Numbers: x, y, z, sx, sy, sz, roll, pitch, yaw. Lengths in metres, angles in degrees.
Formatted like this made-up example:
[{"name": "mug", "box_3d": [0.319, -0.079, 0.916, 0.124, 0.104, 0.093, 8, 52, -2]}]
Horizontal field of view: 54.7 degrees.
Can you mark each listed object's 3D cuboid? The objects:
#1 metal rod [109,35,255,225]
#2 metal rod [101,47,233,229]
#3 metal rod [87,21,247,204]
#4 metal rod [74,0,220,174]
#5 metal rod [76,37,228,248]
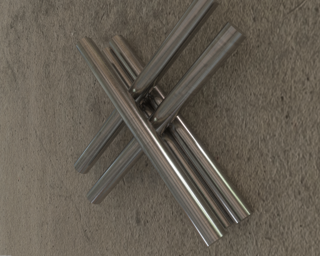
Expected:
[{"name": "metal rod", "box_3d": [0.014, -0.015, 0.393, 0.025, 0.025, 0.299, -49, 61, 28]}, {"name": "metal rod", "box_3d": [-0.002, -0.001, 0.406, 0.025, 0.025, 0.299, -49, 61, 28]}, {"name": "metal rod", "box_3d": [-0.009, 0.001, 0.379, 0.299, 0.025, 0.025, -49, 61, 28]}, {"name": "metal rod", "box_3d": [-0.032, -0.040, 0.398, 0.299, 0.025, 0.025, -49, 61, 28]}, {"name": "metal rod", "box_3d": [-0.024, -0.003, 0.359, 0.025, 0.025, 0.299, -50, 61, 28]}]
